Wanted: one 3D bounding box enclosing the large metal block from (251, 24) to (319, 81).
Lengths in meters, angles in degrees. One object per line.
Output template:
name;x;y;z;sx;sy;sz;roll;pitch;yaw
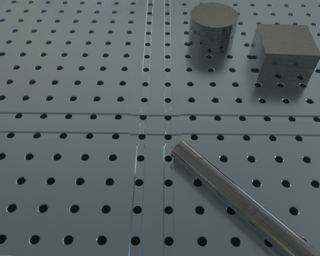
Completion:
large metal block;0.197;-0.122;0.496;0.081;0.050;0.080;2;50;1

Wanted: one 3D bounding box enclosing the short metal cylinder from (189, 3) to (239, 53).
short metal cylinder;0.091;-0.175;0.540;0.081;0.050;0.080;0;50;0

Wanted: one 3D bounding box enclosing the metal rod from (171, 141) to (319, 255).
metal rod;0.124;0.111;0.315;0.025;0.025;0.300;-35;59;-26
